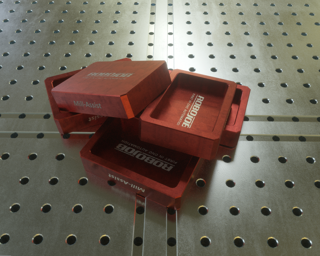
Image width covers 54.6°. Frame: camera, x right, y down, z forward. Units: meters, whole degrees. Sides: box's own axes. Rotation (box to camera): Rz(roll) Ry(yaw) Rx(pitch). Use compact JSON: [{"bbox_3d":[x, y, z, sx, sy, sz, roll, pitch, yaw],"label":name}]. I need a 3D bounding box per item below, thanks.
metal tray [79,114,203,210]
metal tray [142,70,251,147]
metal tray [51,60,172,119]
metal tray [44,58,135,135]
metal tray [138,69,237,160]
[{"bbox_3d":[-0.018,0.032,0.378,0.130,0.030,0.090,21,53,16],"label":"metal tray"},{"bbox_3d":[0.051,-0.031,0.430,0.130,0.030,0.090,14,51,13],"label":"metal tray"},{"bbox_3d":[-0.063,-0.053,0.396,0.130,0.030,0.090,8,39,35],"label":"metal tray"},{"bbox_3d":[-0.090,-0.050,0.445,0.131,0.030,0.090,-18,52,-14],"label":"metal tray"},{"bbox_3d":[0.039,-0.024,0.384,0.090,0.030,0.130,15,40,13],"label":"metal tray"}]
